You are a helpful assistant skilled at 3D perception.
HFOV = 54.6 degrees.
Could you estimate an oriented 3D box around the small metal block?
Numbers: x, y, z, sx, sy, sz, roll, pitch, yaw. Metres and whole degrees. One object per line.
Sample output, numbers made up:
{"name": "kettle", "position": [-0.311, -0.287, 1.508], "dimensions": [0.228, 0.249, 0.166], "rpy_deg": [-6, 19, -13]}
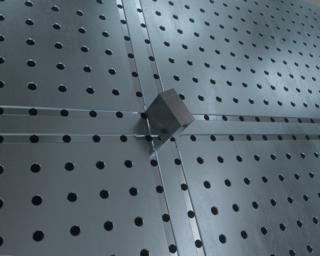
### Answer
{"name": "small metal block", "position": [0.011, -0.015, 0.407], "dimensions": [0.025, 0.050, 0.050], "rpy_deg": [-25, 76, -37]}
